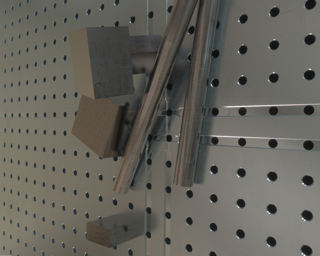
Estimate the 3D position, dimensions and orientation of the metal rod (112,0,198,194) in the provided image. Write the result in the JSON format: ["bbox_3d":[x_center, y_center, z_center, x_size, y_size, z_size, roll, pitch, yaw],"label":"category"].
[{"bbox_3d":[-0.010,-0.039,0.401,0.025,0.025,0.298,37,117,34],"label":"metal rod"}]

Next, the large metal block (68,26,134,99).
[{"bbox_3d":[-0.076,-0.084,0.393,0.080,0.050,0.079,22,119,58],"label":"large metal block"}]

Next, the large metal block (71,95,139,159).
[{"bbox_3d":[-0.079,-0.011,0.458,0.080,0.050,0.079,32,110,35],"label":"large metal block"}]

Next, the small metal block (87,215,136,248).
[{"bbox_3d":[-0.071,0.149,0.452,0.050,0.050,0.025,-1,90,40],"label":"small metal block"}]

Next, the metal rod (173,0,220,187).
[{"bbox_3d":[0.048,-0.077,0.369,0.025,0.025,0.298,13,98,39],"label":"metal rod"}]

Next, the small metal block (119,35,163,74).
[{"bbox_3d":[-0.026,-0.095,0.404,0.050,0.050,0.025,-48,59,57],"label":"small metal block"}]
